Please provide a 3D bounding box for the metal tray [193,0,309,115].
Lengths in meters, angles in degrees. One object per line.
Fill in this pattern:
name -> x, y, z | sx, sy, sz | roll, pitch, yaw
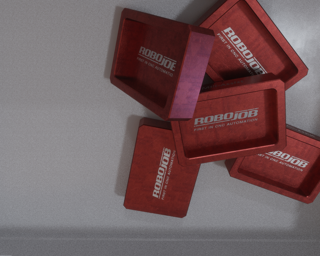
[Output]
metal tray -> 0.099, -0.086, 0.366 | 0.090, 0.030, 0.130 | -40, 111, 19

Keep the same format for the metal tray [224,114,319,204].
metal tray -> 0.168, 0.042, 0.425 | 0.131, 0.030, 0.089 | 20, 109, -8

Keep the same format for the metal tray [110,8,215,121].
metal tray -> -0.006, -0.072, 0.331 | 0.030, 0.130, 0.089 | -1, 115, -36

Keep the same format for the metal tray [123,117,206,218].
metal tray -> 0.005, 0.057, 0.430 | 0.091, 0.030, 0.129 | 11, 110, -4

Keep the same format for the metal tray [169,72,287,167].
metal tray -> 0.079, -0.009, 0.369 | 0.131, 0.030, 0.089 | -10, 114, 3
